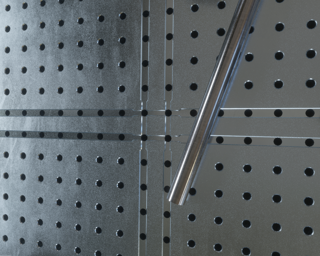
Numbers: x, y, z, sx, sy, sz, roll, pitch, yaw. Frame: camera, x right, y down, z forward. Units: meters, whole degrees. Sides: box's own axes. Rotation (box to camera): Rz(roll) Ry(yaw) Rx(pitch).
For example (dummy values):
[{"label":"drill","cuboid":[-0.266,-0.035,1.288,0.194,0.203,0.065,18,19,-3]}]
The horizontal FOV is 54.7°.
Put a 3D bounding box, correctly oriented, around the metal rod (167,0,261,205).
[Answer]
[{"label":"metal rod","cuboid":[0.070,-0.045,0.387,0.025,0.025,0.298,22,97,18]}]
